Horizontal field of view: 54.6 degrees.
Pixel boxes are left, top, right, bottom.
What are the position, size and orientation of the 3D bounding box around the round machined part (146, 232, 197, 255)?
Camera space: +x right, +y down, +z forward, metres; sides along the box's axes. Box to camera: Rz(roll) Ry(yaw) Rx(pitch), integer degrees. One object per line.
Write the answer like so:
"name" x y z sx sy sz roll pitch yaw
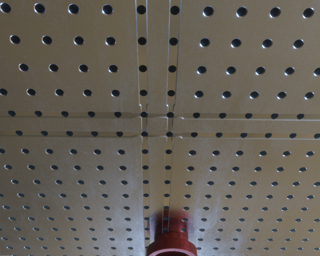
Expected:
"round machined part" 0.023 0.239 0.604 0.099 0.042 0.097 0 130 0
